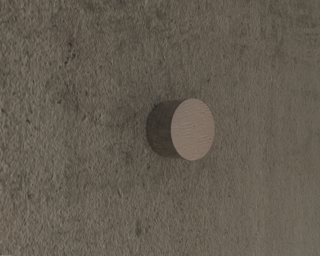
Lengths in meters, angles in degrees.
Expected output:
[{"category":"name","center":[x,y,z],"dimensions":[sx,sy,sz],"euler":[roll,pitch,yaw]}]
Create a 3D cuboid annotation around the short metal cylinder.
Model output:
[{"category":"short metal cylinder","center":[0.028,0.002,0.415],"dimensions":[0.081,0.050,0.079],"euler":[0,90,-40]}]
